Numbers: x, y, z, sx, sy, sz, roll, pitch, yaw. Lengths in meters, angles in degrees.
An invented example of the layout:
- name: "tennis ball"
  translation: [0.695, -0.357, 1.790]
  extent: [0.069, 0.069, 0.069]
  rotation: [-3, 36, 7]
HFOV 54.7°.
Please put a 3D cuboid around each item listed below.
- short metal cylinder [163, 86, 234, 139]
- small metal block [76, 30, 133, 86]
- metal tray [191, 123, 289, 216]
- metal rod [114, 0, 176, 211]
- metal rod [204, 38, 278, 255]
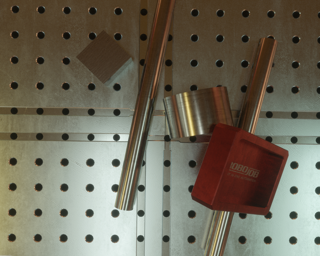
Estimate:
- name: "short metal cylinder"
  translation: [0.048, -0.019, 0.387]
  extent: [0.080, 0.080, 0.050]
  rotation: [-10, 90, 0]
- name: "small metal block"
  translation: [-0.073, -0.092, 0.412]
  extent: [0.050, 0.025, 0.050]
  rotation: [45, 90, -1]
- name: "metal tray"
  translation: [0.101, 0.054, 0.372]
  extent: [0.131, 0.030, 0.090]
  rotation: [20, 89, -43]
- name: "metal rod"
  translation: [-0.018, -0.040, 0.413]
  extent: [0.025, 0.025, 0.298]
  rotation: [12, 90, -1]
- name: "metal rod"
  translation: [0.108, 0.028, 0.414]
  extent: [0.025, 0.025, 0.298]
  rotation: [14, 90, -1]
